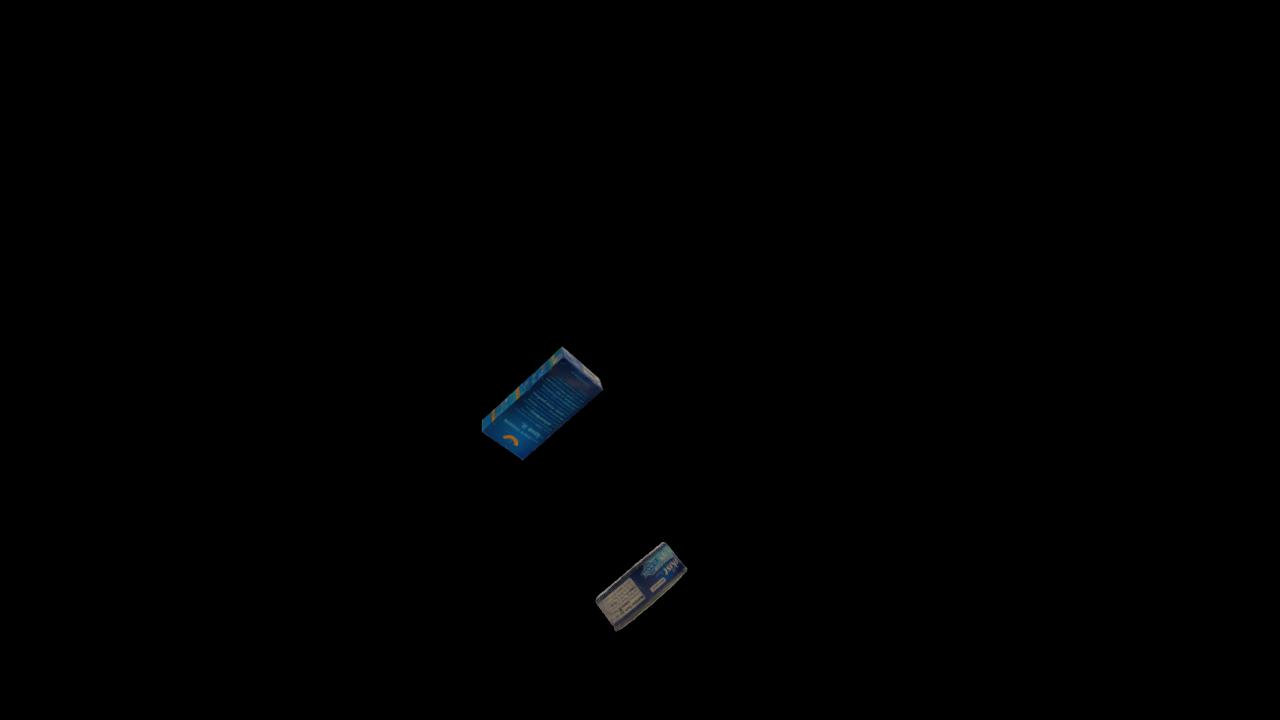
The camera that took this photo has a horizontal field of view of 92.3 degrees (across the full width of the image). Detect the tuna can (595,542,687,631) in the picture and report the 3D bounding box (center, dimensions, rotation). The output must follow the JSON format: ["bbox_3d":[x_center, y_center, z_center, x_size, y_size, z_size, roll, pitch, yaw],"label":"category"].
[{"bbox_3d":[0.001,0.203,0.556,0.084,0.034,0.084,-37,-14,-11],"label":"tuna can"}]

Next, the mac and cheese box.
[{"bbox_3d":[-0.156,0.072,0.984,0.093,0.184,0.041,42,13,-31],"label":"mac and cheese box"}]
